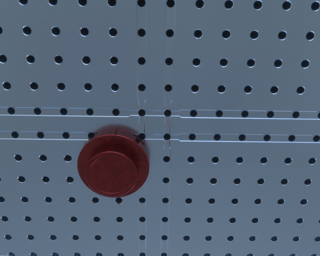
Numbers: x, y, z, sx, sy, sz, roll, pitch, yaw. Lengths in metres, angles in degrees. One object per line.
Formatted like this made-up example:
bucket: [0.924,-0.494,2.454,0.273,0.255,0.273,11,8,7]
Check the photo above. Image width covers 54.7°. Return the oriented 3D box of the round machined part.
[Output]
round machined part: [-0.064,0.054,0.424,0.099,0.042,0.097,0,110,-1]
